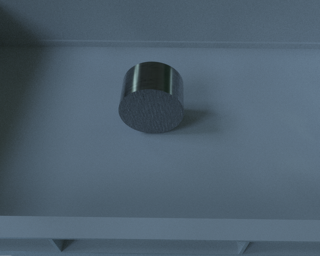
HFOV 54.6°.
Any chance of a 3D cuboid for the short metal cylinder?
[{"bbox_3d":[-0.010,-0.038,0.397,0.080,0.080,0.050,1,50,1],"label":"short metal cylinder"}]
